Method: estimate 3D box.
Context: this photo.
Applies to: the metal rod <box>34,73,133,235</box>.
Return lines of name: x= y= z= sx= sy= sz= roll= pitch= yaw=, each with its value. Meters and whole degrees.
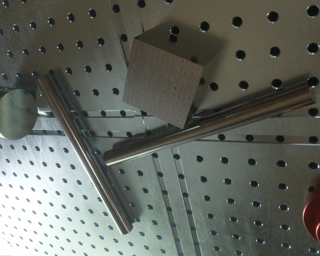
metal rod: x=-0.116 y=0.053 z=0.505 sx=0.025 sy=0.025 sz=0.299 roll=-11 pitch=113 yaw=33

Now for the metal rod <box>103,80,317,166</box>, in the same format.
metal rod: x=0.036 y=0.005 z=0.395 sx=0.300 sy=0.025 sz=0.025 roll=-20 pitch=108 yaw=35

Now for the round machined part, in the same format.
round machined part: x=0.217 y=0.110 z=0.354 sx=0.098 sy=0.042 sz=0.097 roll=13 pitch=124 yaw=21

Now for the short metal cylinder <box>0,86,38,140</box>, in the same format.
short metal cylinder: x=-0.243 y=-0.025 z=0.489 sx=0.050 sy=0.080 sz=0.079 roll=11 pitch=123 yaw=23

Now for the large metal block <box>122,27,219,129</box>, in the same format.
large metal block: x=0.010 y=-0.058 z=0.354 sx=0.080 sy=0.050 sz=0.079 roll=25 pitch=127 yaw=12
